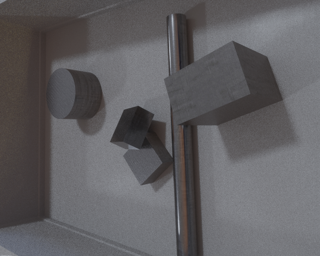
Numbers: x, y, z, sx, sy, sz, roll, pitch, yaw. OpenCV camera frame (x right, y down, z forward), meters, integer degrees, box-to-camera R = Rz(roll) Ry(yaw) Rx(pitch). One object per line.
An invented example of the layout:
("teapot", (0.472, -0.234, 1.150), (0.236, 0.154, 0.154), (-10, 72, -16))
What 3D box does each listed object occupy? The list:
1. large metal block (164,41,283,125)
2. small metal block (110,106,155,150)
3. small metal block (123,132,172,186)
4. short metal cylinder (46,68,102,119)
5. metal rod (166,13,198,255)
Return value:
("large metal block", (0.065, -0.039, 0.316), (0.080, 0.081, 0.050), (-24, 75, 37))
("small metal block", (-0.038, 0.001, 0.413), (0.050, 0.025, 0.050), (-6, 59, 62))
("small metal block", (-0.016, 0.041, 0.418), (0.050, 0.025, 0.050), (-49, 62, 28))
("short metal cylinder", (-0.140, -0.054, 0.503), (0.080, 0.050, 0.079), (0, 90, 39))
("metal rod", (0.027, 0.010, 0.382), (0.025, 0.025, 0.298), (-4, 87, 39))
